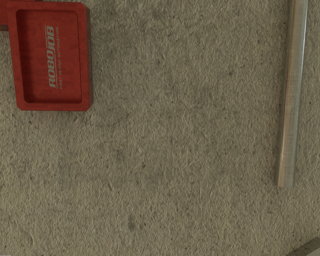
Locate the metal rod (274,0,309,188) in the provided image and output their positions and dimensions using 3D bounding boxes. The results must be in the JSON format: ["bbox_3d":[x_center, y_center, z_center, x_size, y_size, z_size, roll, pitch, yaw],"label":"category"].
[{"bbox_3d":[0.177,-0.072,0.412,0.025,0.025,0.298,5,90,-1],"label":"metal rod"}]

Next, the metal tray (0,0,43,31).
[{"bbox_3d":[-0.224,-0.176,0.404,0.131,0.030,0.089,1,90,-1],"label":"metal tray"}]

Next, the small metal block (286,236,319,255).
[{"bbox_3d":[0.208,0.183,0.413,0.050,0.025,0.050,-31,90,-1],"label":"small metal block"}]

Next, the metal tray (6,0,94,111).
[{"bbox_3d":[-0.133,-0.087,0.387,0.091,0.030,0.129,1,106,-2],"label":"metal tray"}]
